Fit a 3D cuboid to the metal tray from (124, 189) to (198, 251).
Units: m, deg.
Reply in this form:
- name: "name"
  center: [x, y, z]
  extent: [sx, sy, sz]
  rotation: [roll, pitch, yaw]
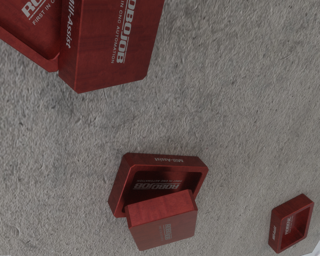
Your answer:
- name: "metal tray"
  center: [0.004, 0.137, 0.447]
  extent: [0.091, 0.030, 0.129]
  rotation: [-14, 146, -6]

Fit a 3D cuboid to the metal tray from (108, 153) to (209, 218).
- name: "metal tray"
  center: [-0.001, 0.084, 0.454]
  extent: [0.131, 0.030, 0.089]
  rotation: [6, 115, -31]

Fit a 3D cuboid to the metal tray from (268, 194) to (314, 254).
- name: "metal tray"
  center: [0.293, 0.217, 0.697]
  extent: [0.091, 0.030, 0.129]
  rotation: [-21, 127, -16]

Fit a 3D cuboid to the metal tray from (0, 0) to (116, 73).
- name: "metal tray"
  center: [-0.092, -0.126, 0.274]
  extent: [0.130, 0.030, 0.090]
  rotation: [-48, 129, 5]

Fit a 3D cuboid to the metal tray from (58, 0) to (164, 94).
- name: "metal tray"
  center: [-0.042, -0.101, 0.285]
  extent: [0.091, 0.030, 0.129]
  rotation: [-21, 140, -41]
